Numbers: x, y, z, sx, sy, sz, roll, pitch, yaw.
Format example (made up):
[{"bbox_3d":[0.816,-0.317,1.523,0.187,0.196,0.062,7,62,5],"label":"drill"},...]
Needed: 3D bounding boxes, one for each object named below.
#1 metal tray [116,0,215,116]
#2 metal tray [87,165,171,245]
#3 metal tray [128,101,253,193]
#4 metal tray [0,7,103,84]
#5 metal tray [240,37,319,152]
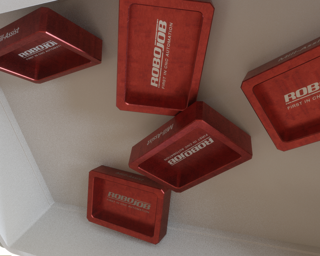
[{"bbox_3d":[0.001,-0.077,0.336,0.091,0.030,0.129,6,124,-2],"label":"metal tray"},{"bbox_3d":[-0.051,0.118,0.486,0.130,0.030,0.089,11,104,22],"label":"metal tray"},{"bbox_3d":[0.034,0.030,0.383,0.090,0.030,0.129,33,133,-25],"label":"metal tray"},{"bbox_3d":[-0.149,-0.096,0.387,0.130,0.090,0.030,-9,74,32],"label":"metal tray"},{"bbox_3d":[0.158,-0.038,0.298,0.130,0.030,0.090,-25,105,36],"label":"metal tray"}]
